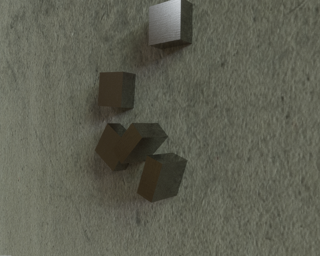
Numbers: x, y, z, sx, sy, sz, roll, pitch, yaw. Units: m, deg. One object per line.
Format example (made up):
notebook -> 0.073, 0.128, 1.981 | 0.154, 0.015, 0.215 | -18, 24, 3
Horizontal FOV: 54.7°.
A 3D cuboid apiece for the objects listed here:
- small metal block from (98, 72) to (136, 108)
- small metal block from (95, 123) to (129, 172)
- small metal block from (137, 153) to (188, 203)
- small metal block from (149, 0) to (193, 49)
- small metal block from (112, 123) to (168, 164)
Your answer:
small metal block -> -0.064, -0.056, 0.455 | 0.050, 0.025, 0.050 | 7, 94, 39
small metal block -> -0.064, 0.028, 0.455 | 0.050, 0.025, 0.050 | 42, 115, 31
small metal block -> 0.003, 0.060, 0.384 | 0.025, 0.050, 0.050 | 25, 106, 37
small metal block -> 0.013, -0.131, 0.392 | 0.050, 0.025, 0.050 | 1, 91, 39
small metal block -> -0.026, 0.020, 0.408 | 0.050, 0.050, 0.025 | -51, 60, 27
